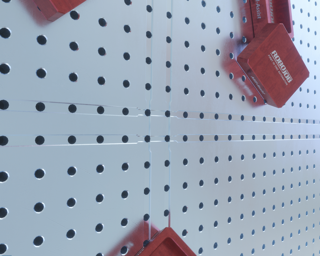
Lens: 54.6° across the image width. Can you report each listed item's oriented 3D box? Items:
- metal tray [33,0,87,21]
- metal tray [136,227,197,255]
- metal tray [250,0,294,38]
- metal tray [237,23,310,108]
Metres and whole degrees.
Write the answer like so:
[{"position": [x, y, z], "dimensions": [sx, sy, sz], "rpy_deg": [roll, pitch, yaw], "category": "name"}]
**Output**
[{"position": [-0.091, -0.186, 0.328], "dimensions": [0.130, 0.030, 0.090], "rpy_deg": [-48, 119, -29], "category": "metal tray"}, {"position": [-0.006, 0.197, 0.371], "dimensions": [0.090, 0.030, 0.131], "rpy_deg": [46, 56, 9], "category": "metal tray"}, {"position": [0.207, -0.228, 0.576], "dimensions": [0.091, 0.030, 0.129], "rpy_deg": [-17, 101, -39], "category": "metal tray"}, {"position": [0.205, -0.109, 0.555], "dimensions": [0.090, 0.030, 0.130], "rpy_deg": [-49, 122, -3], "category": "metal tray"}]
